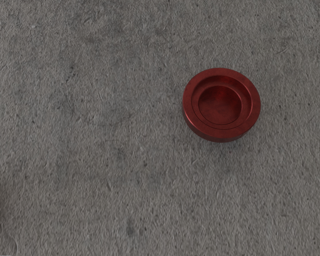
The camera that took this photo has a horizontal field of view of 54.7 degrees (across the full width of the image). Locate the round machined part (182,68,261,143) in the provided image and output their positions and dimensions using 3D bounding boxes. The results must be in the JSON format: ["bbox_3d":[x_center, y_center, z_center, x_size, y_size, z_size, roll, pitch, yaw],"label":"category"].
[{"bbox_3d":[0.078,-0.027,0.409,0.099,0.042,0.098,0,70,0],"label":"round machined part"}]
